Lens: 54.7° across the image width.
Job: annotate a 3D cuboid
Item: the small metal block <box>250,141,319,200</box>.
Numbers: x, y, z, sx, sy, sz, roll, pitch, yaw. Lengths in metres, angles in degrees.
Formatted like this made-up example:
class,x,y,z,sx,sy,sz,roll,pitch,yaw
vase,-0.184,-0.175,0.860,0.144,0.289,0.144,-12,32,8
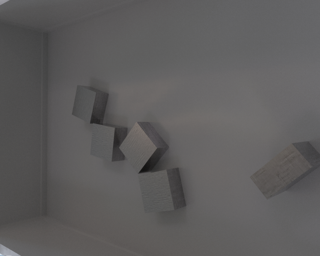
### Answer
class,x,y,z,sx,sy,sz,roll,pitch,yaw
small metal block,0.121,0.039,0.291,0.050,0.050,0.025,-49,61,29

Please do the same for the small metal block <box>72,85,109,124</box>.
class,x,y,z,sx,sy,sz,roll,pitch,yaw
small metal block,-0.113,-0.038,0.501,0.050,0.025,0.050,23,104,37

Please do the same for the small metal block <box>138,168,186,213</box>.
class,x,y,z,sx,sy,sz,roll,pitch,yaw
small metal block,0.002,0.082,0.405,0.050,0.025,0.050,-18,78,38

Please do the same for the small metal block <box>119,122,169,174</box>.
class,x,y,z,sx,sy,sz,roll,pitch,yaw
small metal block,-0.023,0.027,0.426,0.050,0.025,0.050,50,120,28

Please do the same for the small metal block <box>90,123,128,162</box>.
class,x,y,z,sx,sy,sz,roll,pitch,yaw
small metal block,-0.078,0.021,0.472,0.050,0.025,0.050,11,97,39
